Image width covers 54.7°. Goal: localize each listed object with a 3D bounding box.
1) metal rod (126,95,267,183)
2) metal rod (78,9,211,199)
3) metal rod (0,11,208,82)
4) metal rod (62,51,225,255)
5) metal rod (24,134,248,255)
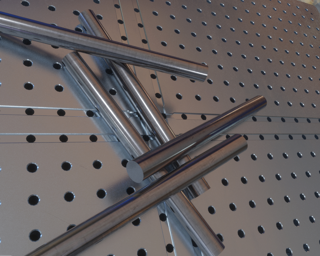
[{"bbox_3d":[0.073,0.001,0.425,0.302,0.025,0.025,-24,75,-44],"label":"metal rod"},{"bbox_3d":[-0.027,-0.041,0.419,0.025,0.025,0.299,-24,75,-37],"label":"metal rod"},{"bbox_3d":[-0.082,-0.106,0.402,0.302,0.025,0.025,12,56,-12],"label":"metal rod"},{"bbox_3d":[-0.026,0.027,0.379,0.025,0.025,0.299,-31,79,-38],"label":"metal rod"},{"bbox_3d":[-0.016,0.076,0.328,0.302,0.025,0.025,-26,76,-29],"label":"metal rod"}]
